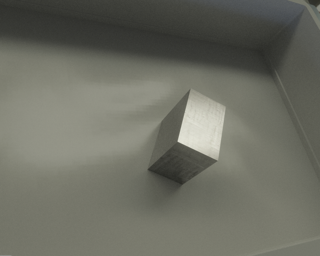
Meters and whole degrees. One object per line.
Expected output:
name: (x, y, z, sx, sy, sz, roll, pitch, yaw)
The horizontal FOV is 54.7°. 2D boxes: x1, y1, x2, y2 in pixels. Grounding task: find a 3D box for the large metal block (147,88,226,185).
large metal block: (0.033, 0.013, 0.382, 0.050, 0.080, 0.080, 26, 53, -13)
